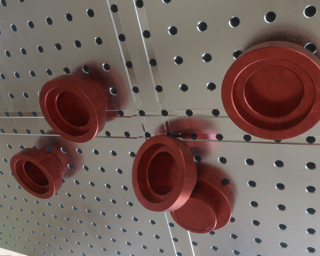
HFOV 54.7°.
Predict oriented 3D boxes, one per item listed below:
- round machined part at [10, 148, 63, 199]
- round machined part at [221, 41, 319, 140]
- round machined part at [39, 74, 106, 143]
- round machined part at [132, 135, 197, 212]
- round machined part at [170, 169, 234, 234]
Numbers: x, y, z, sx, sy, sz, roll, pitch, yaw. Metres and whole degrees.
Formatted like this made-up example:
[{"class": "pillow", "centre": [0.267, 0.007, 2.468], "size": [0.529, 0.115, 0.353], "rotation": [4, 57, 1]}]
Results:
[{"class": "round machined part", "centre": [-0.216, 0.076, 0.558], "size": [0.098, 0.042, 0.097], "rotation": [13, 124, 20]}, {"class": "round machined part", "centre": [0.116, -0.040, 0.314], "size": [0.098, 0.042, 0.097], "rotation": [13, 124, 20]}, {"class": "round machined part", "centre": [-0.118, -0.030, 0.442], "size": [0.098, 0.042, 0.097], "rotation": [13, 124, 20]}, {"class": "round machined part", "centre": [0.010, 0.060, 0.410], "size": [0.098, 0.042, 0.098], "rotation": [-13, 71, 44]}, {"class": "round machined part", "centre": [0.052, 0.110, 0.440], "size": [0.098, 0.042, 0.097], "rotation": [13, 124, 20]}]
